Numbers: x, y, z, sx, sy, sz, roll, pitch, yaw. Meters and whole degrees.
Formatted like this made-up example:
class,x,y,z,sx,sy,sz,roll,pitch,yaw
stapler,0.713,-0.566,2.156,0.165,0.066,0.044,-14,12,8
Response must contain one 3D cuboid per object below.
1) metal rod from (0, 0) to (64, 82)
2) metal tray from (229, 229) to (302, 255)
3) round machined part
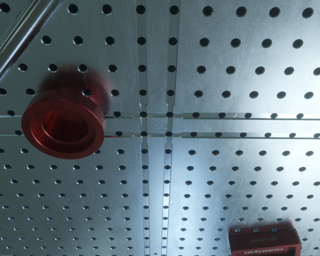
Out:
class,x,y,z,sx,sy,sz,roll,pitch,yaw
metal rod,-0.171,-0.080,0.341,0.299,0.025,0.025,-37,121,27
metal tray,0.208,0.247,0.620,0.131,0.030,0.090,-9,130,7
round machined part,-0.117,-0.009,0.392,0.099,0.042,0.097,0,130,0
